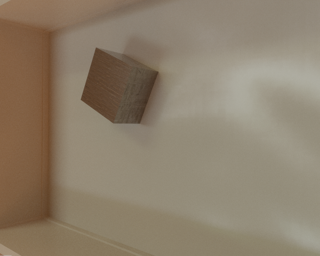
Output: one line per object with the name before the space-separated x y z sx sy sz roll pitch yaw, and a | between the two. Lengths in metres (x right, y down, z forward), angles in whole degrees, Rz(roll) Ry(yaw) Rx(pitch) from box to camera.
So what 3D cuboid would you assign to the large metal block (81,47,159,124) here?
large metal block | -0.059 -0.059 0.441 0.080 0.050 0.080 33 110 35
